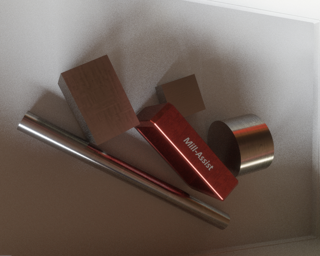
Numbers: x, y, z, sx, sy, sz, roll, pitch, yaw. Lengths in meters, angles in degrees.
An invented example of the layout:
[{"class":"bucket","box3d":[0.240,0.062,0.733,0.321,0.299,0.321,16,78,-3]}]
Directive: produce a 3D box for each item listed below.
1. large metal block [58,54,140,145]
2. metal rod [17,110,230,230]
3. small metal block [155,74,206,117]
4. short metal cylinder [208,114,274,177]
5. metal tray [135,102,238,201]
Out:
[{"class":"large metal block","box3d":[-0.073,-0.029,0.353,0.050,0.080,0.080,-28,100,-18]},{"class":"metal rod","box3d":[-0.032,0.062,0.398,0.301,0.025,0.025,30,80,-18]},{"class":"small metal block","box3d":[0.028,-0.040,0.419,0.050,0.025,0.050,-21,97,-19]},{"class":"short metal cylinder","box3d":[0.107,0.024,0.421,0.050,0.080,0.079,-12,95,-19]},{"class":"metal tray","box3d":[0.027,0.029,0.385,0.030,0.090,0.130,-46,105,-15]}]
